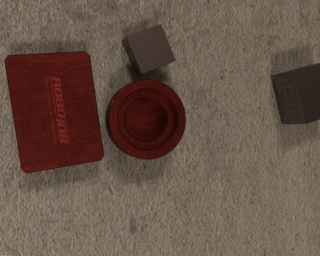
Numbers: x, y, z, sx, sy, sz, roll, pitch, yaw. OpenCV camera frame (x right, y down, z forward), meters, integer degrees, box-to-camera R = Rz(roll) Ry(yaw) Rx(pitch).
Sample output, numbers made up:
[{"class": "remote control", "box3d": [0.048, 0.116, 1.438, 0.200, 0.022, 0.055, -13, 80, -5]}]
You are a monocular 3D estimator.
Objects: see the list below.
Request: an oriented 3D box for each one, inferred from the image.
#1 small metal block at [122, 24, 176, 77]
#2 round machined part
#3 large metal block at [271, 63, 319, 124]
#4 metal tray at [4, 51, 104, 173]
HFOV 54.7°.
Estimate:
[{"class": "small metal block", "box3d": [-0.015, -0.101, 0.404, 0.050, 0.025, 0.050, -25, 99, -19]}, {"class": "round machined part", "box3d": [-0.020, -0.010, 0.393, 0.099, 0.042, 0.097, 0, 90, -21]}, {"class": "large metal block", "box3d": [0.230, -0.055, 0.483, 0.081, 0.050, 0.080, -17, 96, -20]}, {"class": "metal tray", "box3d": [-0.121, -0.020, 0.362, 0.091, 0.030, 0.129, -9, 93, -20]}]
